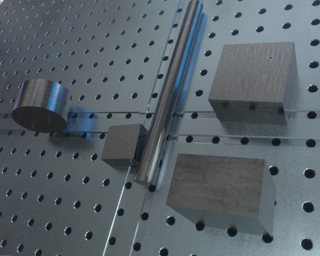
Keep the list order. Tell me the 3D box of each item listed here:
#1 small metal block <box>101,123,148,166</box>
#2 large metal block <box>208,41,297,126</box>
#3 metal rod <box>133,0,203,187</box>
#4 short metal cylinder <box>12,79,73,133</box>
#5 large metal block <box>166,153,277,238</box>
[{"bbox_3d":[-0.046,0.023,0.417,0.050,0.025,0.050,-4,60,25],"label":"small metal block"},{"bbox_3d":[0.111,-0.052,0.365,0.080,0.050,0.080,6,65,30],"label":"large metal block"},{"bbox_3d":[0.019,-0.064,0.436,0.025,0.025,0.300,2,63,29],"label":"metal rod"},{"bbox_3d":[-0.183,-0.033,0.487,0.080,0.080,0.050,-11,57,22],"label":"short metal cylinder"},{"bbox_3d":[0.063,0.066,0.299,0.080,0.080,0.050,1,63,28],"label":"large metal block"}]
